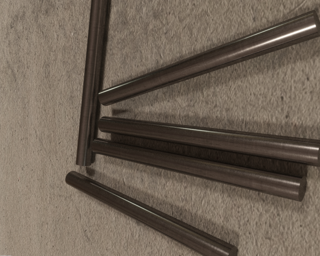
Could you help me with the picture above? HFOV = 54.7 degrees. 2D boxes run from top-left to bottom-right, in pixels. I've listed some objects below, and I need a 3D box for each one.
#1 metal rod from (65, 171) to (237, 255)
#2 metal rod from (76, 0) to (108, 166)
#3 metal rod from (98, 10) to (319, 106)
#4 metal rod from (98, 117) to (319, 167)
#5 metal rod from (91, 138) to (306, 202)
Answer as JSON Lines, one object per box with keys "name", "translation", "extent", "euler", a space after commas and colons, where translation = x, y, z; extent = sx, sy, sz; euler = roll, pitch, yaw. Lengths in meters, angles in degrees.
{"name": "metal rod", "translation": [-0.035, 0.113, 0.431], "extent": [0.300, 0.025, 0.025], "euler": [14, 99, 38]}
{"name": "metal rod", "translation": [-0.106, -0.088, 0.489], "extent": [0.025, 0.025, 0.298], "euler": [12, 97, 39]}
{"name": "metal rod", "translation": [0.030, -0.071, 0.378], "extent": [0.300, 0.025, 0.025], "euler": [-13, 82, 39]}
{"name": "metal rod", "translation": [0.031, 0.009, 0.377], "extent": [0.300, 0.025, 0.025], "euler": [7, 95, 39]}
{"name": "metal rod", "translation": [0.019, 0.042, 0.387], "extent": [0.300, 0.025, 0.025], "euler": [7, 95, 39]}
